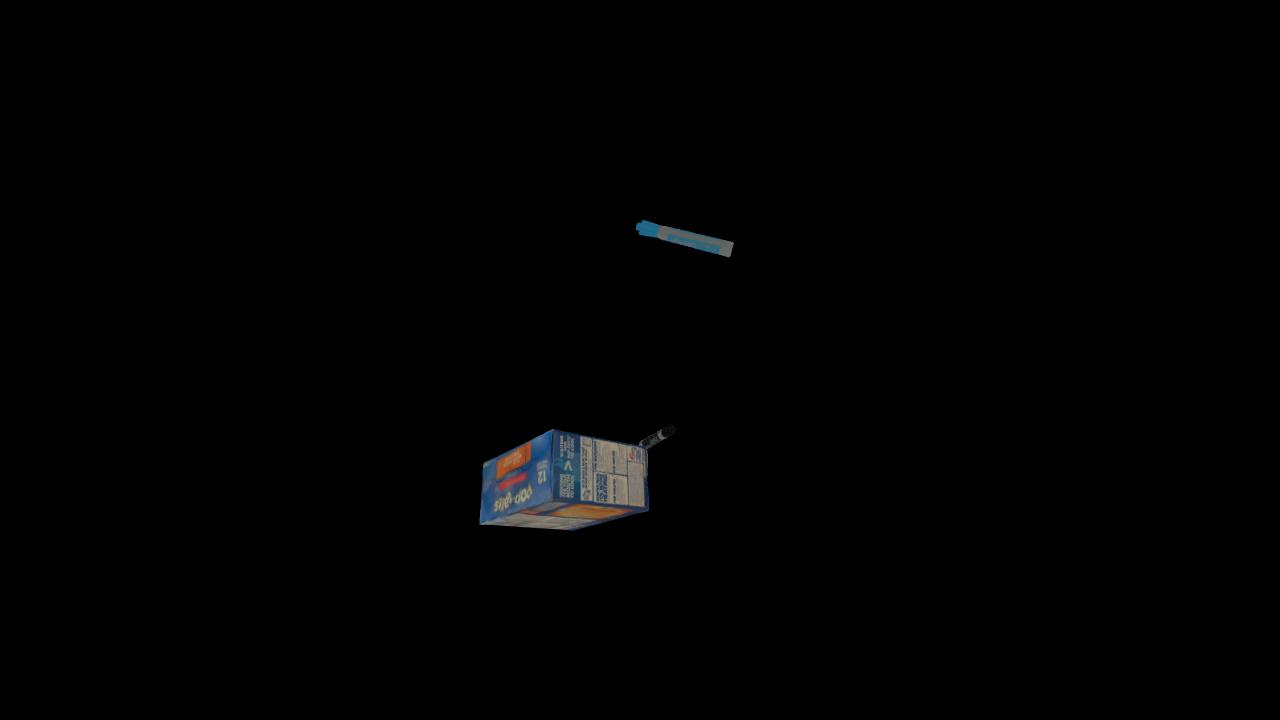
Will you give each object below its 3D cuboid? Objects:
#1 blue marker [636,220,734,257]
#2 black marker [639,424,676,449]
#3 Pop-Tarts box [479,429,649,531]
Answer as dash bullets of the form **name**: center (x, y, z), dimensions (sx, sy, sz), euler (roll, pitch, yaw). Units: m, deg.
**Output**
- **blue marker**: center (0.054, -0.149, 0.752), dimensions (0.121, 0.020, 0.020), euler (15, 2, 6)
- **black marker**: center (0.030, 0.135, 1.068), dimensions (0.020, 0.020, 0.121), euler (0, -20, -25)
- **Pop-Tarts box**: center (-0.095, 0.154, 0.758), dimensions (0.141, 0.083, 0.167), euler (16, -31, -37)
